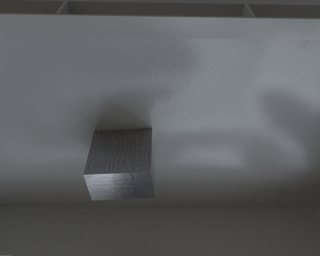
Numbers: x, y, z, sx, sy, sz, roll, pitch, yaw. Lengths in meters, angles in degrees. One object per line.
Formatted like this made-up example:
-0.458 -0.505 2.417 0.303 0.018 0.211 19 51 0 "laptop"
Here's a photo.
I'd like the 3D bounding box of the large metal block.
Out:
-0.049 0.047 0.412 0.080 0.080 0.050 -3 130 2 "large metal block"
